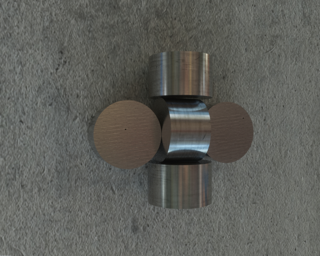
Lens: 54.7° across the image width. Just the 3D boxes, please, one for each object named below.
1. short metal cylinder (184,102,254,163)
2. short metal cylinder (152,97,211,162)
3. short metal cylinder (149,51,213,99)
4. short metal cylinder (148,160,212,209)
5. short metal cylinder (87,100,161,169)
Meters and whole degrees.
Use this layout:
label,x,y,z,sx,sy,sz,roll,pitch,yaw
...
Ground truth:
label,x,y,z,sx,sy,sz,roll,pitch,yaw
short metal cylinder,0.079,0.005,0.426,0.081,0.050,0.080,0,91,-20
short metal cylinder,0.022,0.002,0.390,0.050,0.080,0.080,1,90,-20
short metal cylinder,0.026,-0.063,0.391,0.081,0.080,0.050,0,90,-20
short metal cylinder,0.025,0.067,0.391,0.081,0.080,0.050,0,90,-20
short metal cylinder,-0.045,0.008,0.380,0.081,0.050,0.080,0,90,-21
